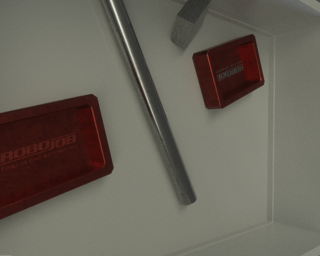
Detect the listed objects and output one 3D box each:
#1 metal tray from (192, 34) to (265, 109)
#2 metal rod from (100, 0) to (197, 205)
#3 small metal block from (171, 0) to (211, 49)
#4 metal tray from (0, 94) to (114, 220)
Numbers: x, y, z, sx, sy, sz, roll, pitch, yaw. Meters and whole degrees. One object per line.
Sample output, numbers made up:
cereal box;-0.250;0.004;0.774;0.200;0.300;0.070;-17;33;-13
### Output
metal tray;0.116;-0.093;0.502;0.131;0.030;0.089;-28;108;-37
metal rod;-0.010;-0.030;0.399;0.025;0.025;0.298;-34;111;-35
small metal block;0.041;-0.147;0.424;0.025;0.050;0.050;30;66;6
metal tray;-0.116;0.023;0.306;0.131;0.030;0.089;-19;102;-39
